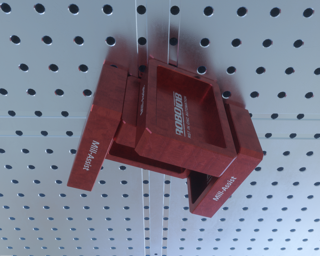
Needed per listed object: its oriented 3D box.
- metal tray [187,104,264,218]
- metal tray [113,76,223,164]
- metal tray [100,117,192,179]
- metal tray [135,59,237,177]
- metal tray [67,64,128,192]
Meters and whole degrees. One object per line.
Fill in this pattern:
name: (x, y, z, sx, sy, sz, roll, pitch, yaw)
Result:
metal tray: (0.077, 0.044, 0.406, 0.030, 0.090, 0.129, 17, 128, -14)
metal tray: (0.016, -0.007, 0.363, 0.131, 0.090, 0.030, 17, 128, -14)
metal tray: (-0.006, 0.017, 0.422, 0.131, 0.030, 0.089, 17, 128, -15)
metal tray: (0.024, -0.016, 0.328, 0.091, 0.130, 0.030, 17, 128, -15)
metal tray: (-0.075, 0.001, 0.369, 0.030, 0.090, 0.129, 17, 128, -14)
